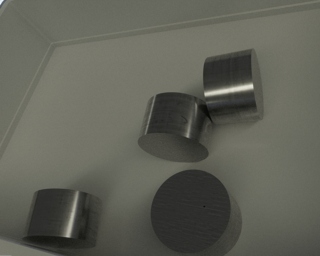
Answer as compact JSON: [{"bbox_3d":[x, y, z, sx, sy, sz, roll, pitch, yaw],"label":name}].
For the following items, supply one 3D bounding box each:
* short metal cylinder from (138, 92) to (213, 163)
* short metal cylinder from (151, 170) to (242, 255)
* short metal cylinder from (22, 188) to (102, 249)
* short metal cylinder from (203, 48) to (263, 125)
[{"bbox_3d":[0.019,0.002,0.358,0.080,0.080,0.050,-2,61,27],"label":"short metal cylinder"},{"bbox_3d":[0.038,0.089,0.315,0.080,0.050,0.080,-13,56,20],"label":"short metal cylinder"},{"bbox_3d":[-0.112,0.108,0.361,0.080,0.080,0.050,-11,57,22],"label":"short metal cylinder"},{"bbox_3d":[0.086,-0.046,0.353,0.050,0.080,0.080,-6,59,25],"label":"short metal cylinder"}]
